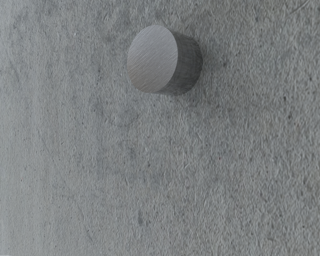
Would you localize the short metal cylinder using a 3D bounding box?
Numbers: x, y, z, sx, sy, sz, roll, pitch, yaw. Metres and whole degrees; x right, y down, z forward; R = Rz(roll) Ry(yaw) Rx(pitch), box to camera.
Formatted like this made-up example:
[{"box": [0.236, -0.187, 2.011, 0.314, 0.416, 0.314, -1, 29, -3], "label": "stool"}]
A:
[{"box": [0.005, -0.081, 0.385, 0.080, 0.050, 0.080, 0, 90, 40], "label": "short metal cylinder"}]
